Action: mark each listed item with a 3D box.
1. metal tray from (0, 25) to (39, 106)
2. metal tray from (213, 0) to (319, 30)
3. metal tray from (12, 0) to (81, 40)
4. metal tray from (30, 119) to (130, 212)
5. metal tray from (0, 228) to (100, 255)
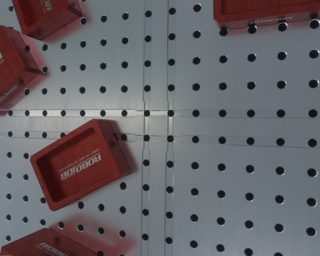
[{"bbox_3d":[-0.270,-0.091,0.506,0.130,0.030,0.090,-34,79,16],"label":"metal tray"},{"bbox_3d":[0.130,-0.171,0.364,0.130,0.030,0.090,-1,90,20],"label":"metal tray"},{"bbox_3d":[-0.184,-0.214,0.475,0.090,0.030,0.130,-23,83,18],"label":"metal tray"},{"bbox_3d":[-0.119,0.054,0.452,0.130,0.030,0.090,-29,81,17],"label":"metal tray"},{"bbox_3d":[-0.142,0.190,0.428,0.130,0.090,0.030,19,97,19],"label":"metal tray"}]
